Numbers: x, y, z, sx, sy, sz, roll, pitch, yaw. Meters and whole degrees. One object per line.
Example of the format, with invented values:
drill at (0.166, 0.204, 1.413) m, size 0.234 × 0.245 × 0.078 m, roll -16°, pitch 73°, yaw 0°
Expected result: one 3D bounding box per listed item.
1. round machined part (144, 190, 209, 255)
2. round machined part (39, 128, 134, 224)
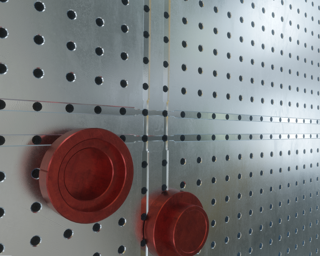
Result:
round machined part at (0.030, 0.137, 0.426) m, size 0.099 × 0.042 × 0.097 m, roll 0°, pitch 90°, yaw -40°
round machined part at (-0.080, 0.048, 0.332) m, size 0.099 × 0.042 × 0.097 m, roll 0°, pitch 90°, yaw -40°
